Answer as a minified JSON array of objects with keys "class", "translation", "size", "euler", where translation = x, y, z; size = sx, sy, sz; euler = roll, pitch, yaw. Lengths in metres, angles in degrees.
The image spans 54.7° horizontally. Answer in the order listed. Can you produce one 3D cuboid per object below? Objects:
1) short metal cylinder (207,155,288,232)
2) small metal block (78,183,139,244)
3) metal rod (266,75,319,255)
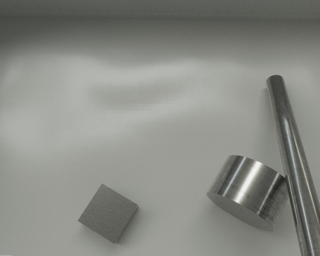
[{"class":"short metal cylinder","translation":[0.101,0.074,0.355],"size":[0.080,0.080,0.050],"euler":[30,73,10]},{"class":"small metal block","translation":[-0.061,0.103,0.371],"size":[0.050,0.025,0.050],"euler":[29,72,9]},{"class":"metal rod","translation":[0.144,0.038,0.330],"size":[0.025,0.025,0.300],"euler":[8,44,2]}]
